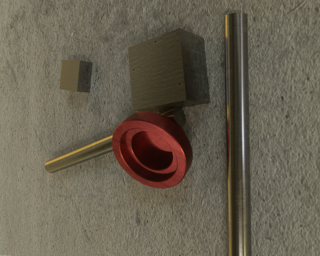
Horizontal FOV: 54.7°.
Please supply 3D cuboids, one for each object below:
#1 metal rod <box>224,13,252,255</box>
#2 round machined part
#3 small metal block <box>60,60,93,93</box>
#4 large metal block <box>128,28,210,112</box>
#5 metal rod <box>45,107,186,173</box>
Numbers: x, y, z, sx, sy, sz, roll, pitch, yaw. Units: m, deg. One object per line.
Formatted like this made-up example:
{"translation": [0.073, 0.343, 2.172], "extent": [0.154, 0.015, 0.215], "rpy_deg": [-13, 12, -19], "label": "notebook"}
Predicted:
{"translation": [0.084, 0.029, 0.334], "extent": [0.025, 0.025, 0.298], "rpy_deg": [-1, 89, 39], "label": "metal rod"}
{"translation": [-0.006, 0.022, 0.379], "extent": [0.098, 0.042, 0.097], "rpy_deg": [14, 126, 21], "label": "round machined part"}
{"translation": [-0.141, -0.087, 0.518], "extent": [0.050, 0.025, 0.050], "rpy_deg": [11, 97, 39], "label": "small metal block"}
{"translation": [0.010, -0.065, 0.379], "extent": [0.080, 0.050, 0.080], "rpy_deg": [-8, 85, 39], "label": "large metal block"}
{"translation": [-0.087, 0.028, 0.473], "extent": [0.299, 0.025, 0.025], "rpy_deg": [-21, 77, 37], "label": "metal rod"}
